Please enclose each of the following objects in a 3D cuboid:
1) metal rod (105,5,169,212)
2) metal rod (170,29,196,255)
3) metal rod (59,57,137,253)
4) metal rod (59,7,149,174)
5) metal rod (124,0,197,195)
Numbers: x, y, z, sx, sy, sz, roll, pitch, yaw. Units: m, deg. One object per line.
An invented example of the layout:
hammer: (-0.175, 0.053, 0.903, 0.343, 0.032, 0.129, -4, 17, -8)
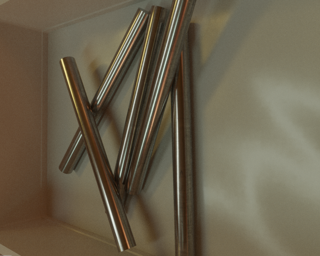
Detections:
metal rod: (-0.034, -0.015, 0.435, 0.025, 0.025, 0.298, 23, 104, 37)
metal rod: (0.027, 0.015, 0.384, 0.025, 0.025, 0.298, -3, 88, 40)
metal rod: (-0.095, 0.026, 0.451, 0.025, 0.025, 0.299, -34, 69, 35)
metal rod: (-0.092, -0.043, 0.482, 0.025, 0.025, 0.298, 47, 118, 29)
metal rod: (-0.001, -0.043, 0.378, 0.025, 0.025, 0.298, 34, 120, 34)
